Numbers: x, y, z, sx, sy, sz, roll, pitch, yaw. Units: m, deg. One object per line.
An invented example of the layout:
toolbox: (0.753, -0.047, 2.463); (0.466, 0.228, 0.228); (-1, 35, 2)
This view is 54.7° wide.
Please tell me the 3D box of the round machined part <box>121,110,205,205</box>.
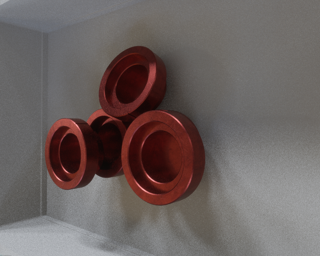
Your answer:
round machined part: (0.007, 0.030, 0.334); (0.098, 0.042, 0.097); (0, 90, 40)

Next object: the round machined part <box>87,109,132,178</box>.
round machined part: (-0.065, 0.021, 0.448); (0.098, 0.042, 0.097); (0, 90, 40)

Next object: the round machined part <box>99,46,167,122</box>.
round machined part: (-0.031, -0.054, 0.407); (0.098, 0.042, 0.098); (-15, 63, 33)

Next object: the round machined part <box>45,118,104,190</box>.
round machined part: (-0.117, 0.035, 0.436); (0.098, 0.042, 0.097); (0, 90, 40)

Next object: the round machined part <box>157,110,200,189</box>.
round machined part: (0.012, 0.027, 0.385); (0.098, 0.042, 0.097); (0, 90, 40)
